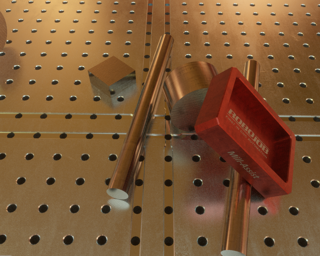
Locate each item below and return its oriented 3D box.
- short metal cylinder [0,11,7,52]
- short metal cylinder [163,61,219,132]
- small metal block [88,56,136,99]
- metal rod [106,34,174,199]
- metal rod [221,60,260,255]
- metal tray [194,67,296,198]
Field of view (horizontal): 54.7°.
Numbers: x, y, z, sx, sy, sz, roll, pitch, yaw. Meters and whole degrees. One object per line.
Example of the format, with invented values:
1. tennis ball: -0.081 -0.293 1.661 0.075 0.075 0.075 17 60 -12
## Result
1. short metal cylinder: -0.297 -0.161 0.503 0.050 0.080 0.080 10 51 8
2. short metal cylinder: 0.048 -0.040 0.406 0.081 0.080 0.050 -8 51 -7
3. small metal block: -0.073 -0.079 0.473 0.050 0.025 0.050 37 59 26
4. metal rod: -0.018 -0.039 0.439 0.025 0.025 0.300 9 50 7
5. metal rod: 0.109 0.014 0.397 0.025 0.025 0.300 11 51 9
6. metal tray: 0.102 0.006 0.348 0.130 0.030 0.090 42 49 -21
